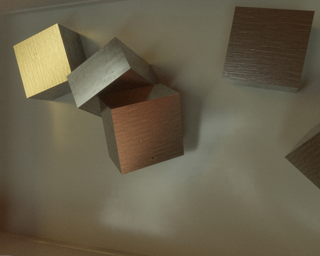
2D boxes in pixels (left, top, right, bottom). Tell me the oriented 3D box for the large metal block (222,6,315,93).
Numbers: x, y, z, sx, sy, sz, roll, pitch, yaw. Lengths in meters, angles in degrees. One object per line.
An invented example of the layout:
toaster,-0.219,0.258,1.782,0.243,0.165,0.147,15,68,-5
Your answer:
large metal block,0.122,-0.088,0.354,0.080,0.050,0.080,11,94,19

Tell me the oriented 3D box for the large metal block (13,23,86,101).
large metal block,-0.155,-0.092,0.452,0.080,0.050,0.080,-19,84,19

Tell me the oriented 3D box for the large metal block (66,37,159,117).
large metal block,-0.055,-0.056,0.395,0.080,0.080,0.050,-34,64,17

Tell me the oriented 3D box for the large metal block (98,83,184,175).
large metal block,-0.021,-0.002,0.369,0.081,0.050,0.079,-16,116,-21

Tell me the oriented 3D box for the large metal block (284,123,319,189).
large metal block,0.188,0.028,0.307,0.050,0.080,0.080,-39,75,-22
